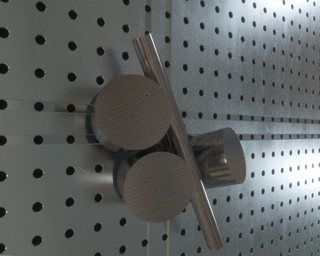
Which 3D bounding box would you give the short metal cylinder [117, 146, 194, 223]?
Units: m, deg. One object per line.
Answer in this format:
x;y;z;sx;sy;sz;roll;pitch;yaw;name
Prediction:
-0.008;0.064;0.365;0.081;0.050;0.079;-1;94;-17;short metal cylinder

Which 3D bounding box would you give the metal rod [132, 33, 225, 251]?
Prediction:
0.029;0.029;0.396;0.025;0.025;0.298;-32;110;-35;metal rod

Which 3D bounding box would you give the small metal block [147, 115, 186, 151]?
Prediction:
0.000;-0.004;0.405;0.050;0.025;0.050;-51;120;-28;small metal block

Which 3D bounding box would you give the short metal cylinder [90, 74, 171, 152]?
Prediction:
-0.034;-0.014;0.342;0.081;0.050;0.080;3;81;-19;short metal cylinder

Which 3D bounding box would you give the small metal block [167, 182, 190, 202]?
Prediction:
0.029;0.073;0.429;0.050;0.025;0.050;-48;119;-29;small metal block

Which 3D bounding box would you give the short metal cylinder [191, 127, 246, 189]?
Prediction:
0.084;0.044;0.442;0.080;0.050;0.080;33;49;-48;short metal cylinder
